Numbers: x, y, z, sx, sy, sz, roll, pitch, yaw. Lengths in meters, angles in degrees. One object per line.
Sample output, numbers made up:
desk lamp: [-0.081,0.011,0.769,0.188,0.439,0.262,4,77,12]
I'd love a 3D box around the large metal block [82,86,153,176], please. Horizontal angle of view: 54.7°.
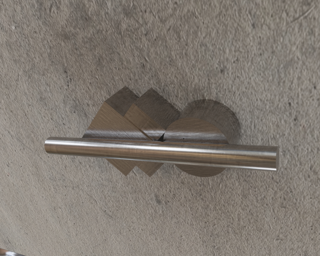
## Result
large metal block: [-0.046,0.005,0.418,0.080,0.050,0.080,41,129,0]

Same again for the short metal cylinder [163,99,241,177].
short metal cylinder: [0.051,0.012,0.371,0.080,0.050,0.079,13,124,21]

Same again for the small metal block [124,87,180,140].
small metal block: [-0.008,-0.018,0.386,0.050,0.050,0.025,40,129,0]

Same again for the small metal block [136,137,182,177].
small metal block: [0.000,0.030,0.412,0.025,0.050,0.050,41,129,0]

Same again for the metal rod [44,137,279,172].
metal rod: [-0.020,0.027,0.368,0.300,0.025,0.025,1,119,27]
